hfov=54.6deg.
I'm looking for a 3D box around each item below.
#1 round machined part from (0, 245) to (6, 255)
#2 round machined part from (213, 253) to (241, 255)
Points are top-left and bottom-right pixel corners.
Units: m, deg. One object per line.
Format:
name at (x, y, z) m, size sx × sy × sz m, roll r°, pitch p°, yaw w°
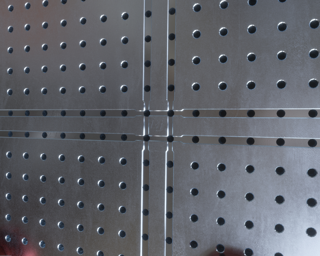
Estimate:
round machined part at (-0.293, 0.226, 0.508) m, size 0.098 × 0.042 × 0.097 m, roll 0°, pitch 90°, yaw 20°
round machined part at (0.084, 0.208, 0.374) m, size 0.098 × 0.042 × 0.097 m, roll 0°, pitch 90°, yaw 20°
